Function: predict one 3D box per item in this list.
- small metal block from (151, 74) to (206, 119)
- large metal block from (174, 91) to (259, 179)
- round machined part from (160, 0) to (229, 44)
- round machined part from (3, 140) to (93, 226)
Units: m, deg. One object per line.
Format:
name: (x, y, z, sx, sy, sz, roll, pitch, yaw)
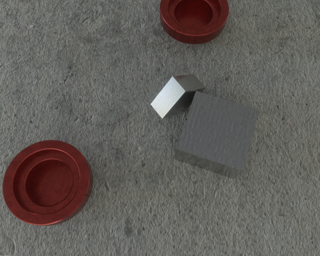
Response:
small metal block: (0.024, -0.041, 0.399, 0.025, 0.050, 0.050, 52, 35, 16)
large metal block: (0.070, 0.010, 0.392, 0.080, 0.050, 0.080, 18, 71, 6)
round machined part: (0.049, -0.165, 0.460, 0.099, 0.042, 0.098, 0, 70, -1)
round machined part: (-0.130, 0.067, 0.373, 0.099, 0.042, 0.098, 0, 70, -1)
